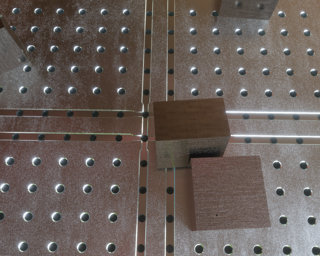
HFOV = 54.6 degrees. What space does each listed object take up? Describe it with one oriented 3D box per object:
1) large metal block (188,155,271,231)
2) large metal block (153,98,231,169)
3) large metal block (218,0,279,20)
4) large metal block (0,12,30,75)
[{"bbox_3d":[0.078,0.079,0.370,0.080,0.050,0.080,-2,70,-1],"label":"large metal block"},{"bbox_3d":[0.034,0.009,0.376,0.080,0.080,0.050,-4,61,-1],"label":"large metal block"},{"bbox_3d":[0.136,-0.219,0.479,0.080,0.050,0.080,5,70,2],"label":"large metal block"},{"bbox_3d":[-0.241,-0.114,0.423,0.080,0.080,0.050,-28,73,-10],"label":"large metal block"}]
